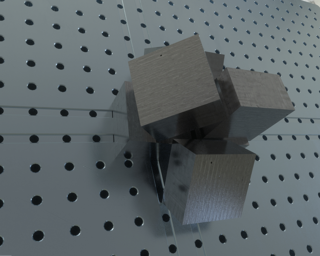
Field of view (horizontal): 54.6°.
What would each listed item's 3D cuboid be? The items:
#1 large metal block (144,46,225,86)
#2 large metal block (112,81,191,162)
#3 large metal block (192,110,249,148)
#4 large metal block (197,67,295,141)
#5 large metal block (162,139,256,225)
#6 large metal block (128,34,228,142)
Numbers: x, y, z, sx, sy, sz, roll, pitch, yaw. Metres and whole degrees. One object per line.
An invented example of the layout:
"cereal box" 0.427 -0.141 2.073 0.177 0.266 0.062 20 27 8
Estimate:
"large metal block" 0.029 -0.080 0.427 0.081 0.080 0.050 2 99 -27
"large metal block" -0.012 -0.006 0.389 0.081 0.050 0.080 7 59 -25
"large metal block" 0.065 -0.003 0.427 0.081 0.050 0.080 3 61 -27
"large metal block" 0.096 -0.024 0.375 0.081 0.080 0.050 2 61 -28
"large metal block" 0.055 0.059 0.359 0.081 0.050 0.079 2 105 -27
"large metal block" 0.019 -0.041 0.333 0.080 0.050 0.080 -19 64 13
